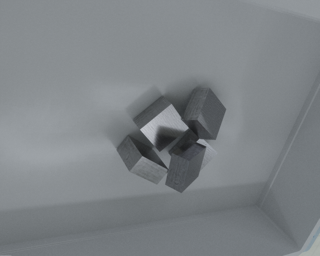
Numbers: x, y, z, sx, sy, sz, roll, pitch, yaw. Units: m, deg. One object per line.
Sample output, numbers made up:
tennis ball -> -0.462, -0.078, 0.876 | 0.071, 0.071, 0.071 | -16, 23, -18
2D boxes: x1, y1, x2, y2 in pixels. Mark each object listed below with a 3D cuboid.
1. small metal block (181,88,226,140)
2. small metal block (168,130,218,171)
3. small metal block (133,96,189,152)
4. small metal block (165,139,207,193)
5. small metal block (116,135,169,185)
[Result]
small metal block -> 0.060, -0.018, 0.416 | 0.050, 0.025, 0.050 | 43, 60, -40
small metal block -> 0.049, 0.037, 0.458 | 0.050, 0.025, 0.050 | -46, 130, 4
small metal block -> 0.002, -0.005, 0.405 | 0.050, 0.025, 0.050 | -40, 130, -2
small metal block -> 0.035, 0.050, 0.411 | 0.050, 0.025, 0.050 | -30, 137, -52
small metal block -> -0.023, 0.042, 0.404 | 0.050, 0.050, 0.025 | 33, 100, -39
